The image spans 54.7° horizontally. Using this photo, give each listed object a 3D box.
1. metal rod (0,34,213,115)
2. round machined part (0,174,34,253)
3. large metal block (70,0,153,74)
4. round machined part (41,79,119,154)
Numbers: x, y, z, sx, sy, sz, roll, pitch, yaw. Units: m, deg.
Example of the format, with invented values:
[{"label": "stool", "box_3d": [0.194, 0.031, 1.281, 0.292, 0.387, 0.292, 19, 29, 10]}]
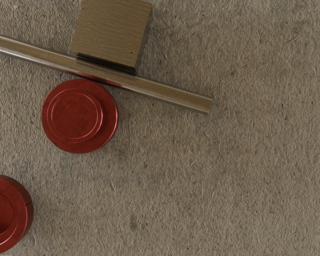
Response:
[{"label": "metal rod", "box_3d": [-0.079, -0.072, 0.409, 0.302, 0.025, 0.025, 16, 90, 0]}, {"label": "round machined part", "box_3d": [-0.212, 0.108, 0.400, 0.099, 0.042, 0.097, 0, 90, 0]}, {"label": "large metal block", "box_3d": [-0.059, -0.122, 0.397, 0.080, 0.050, 0.080, 15, 90, 0]}, {"label": "round machined part", "box_3d": [-0.105, -0.015, 0.400, 0.099, 0.042, 0.097, 0, 90, 0]}]
